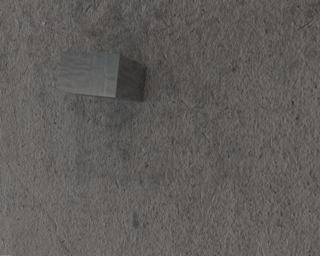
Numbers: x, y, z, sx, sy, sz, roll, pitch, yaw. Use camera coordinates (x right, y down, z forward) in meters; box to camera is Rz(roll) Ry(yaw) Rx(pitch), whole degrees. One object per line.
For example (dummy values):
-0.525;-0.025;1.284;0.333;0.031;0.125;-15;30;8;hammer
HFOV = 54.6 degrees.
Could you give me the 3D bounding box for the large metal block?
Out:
-0.072;-0.065;0.406;0.080;0.080;0.050;7;93;20;large metal block
